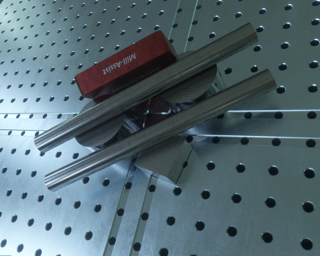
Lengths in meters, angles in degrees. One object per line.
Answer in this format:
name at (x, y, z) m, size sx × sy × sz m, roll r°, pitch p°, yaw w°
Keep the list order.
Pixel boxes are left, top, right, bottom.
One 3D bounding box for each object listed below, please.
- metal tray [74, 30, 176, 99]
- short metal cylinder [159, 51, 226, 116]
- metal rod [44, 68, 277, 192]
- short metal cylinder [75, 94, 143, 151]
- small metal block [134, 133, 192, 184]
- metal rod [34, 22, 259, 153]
metal tray at (-0.041, -0.081, 0.434) m, size 0.130 × 0.090 × 0.030 m, roll -25°, pitch 85°, yaw 12°
short metal cylinder at (0.042, -0.053, 0.402) m, size 0.080 × 0.050 × 0.080 m, roll -13°, pitch 56°, yaw 20°
metal rod at (-0.009, 0.008, 0.373) m, size 0.301 × 0.025 × 0.025 m, roll -25°, pitch 53°, yaw 12°
short metal cylinder at (-0.070, 0.001, 0.427) m, size 0.080 × 0.050 × 0.080 m, roll -13°, pitch 56°, yaw 20°
small metal block at (0.004, 0.035, 0.382) m, size 0.050 × 0.025 × 0.050 m, roll 16°, pitch 70°, yaw 34°
metal rod at (-0.025, -0.044, 0.381) m, size 0.301 × 0.025 × 0.025 m, roll -26°, pitch 53°, yaw 11°
